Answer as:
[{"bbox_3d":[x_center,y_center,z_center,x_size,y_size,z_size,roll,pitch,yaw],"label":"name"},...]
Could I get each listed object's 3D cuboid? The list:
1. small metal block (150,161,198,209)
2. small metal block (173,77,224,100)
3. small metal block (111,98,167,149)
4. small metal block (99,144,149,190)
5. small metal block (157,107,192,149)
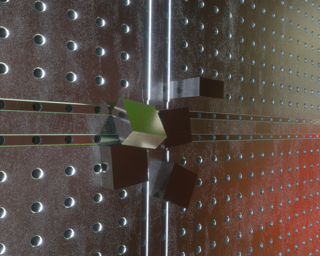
[{"bbox_3d":[0.021,0.079,0.429,0.050,0.025,0.050,31,71,-36],"label":"small metal block"},{"bbox_3d":[0.055,-0.054,0.441,0.050,0.050,0.025,1,89,-40],"label":"small metal block"},{"bbox_3d":[-0.025,-0.005,0.373,0.050,0.025,0.050,11,45,-40],"label":"small metal block"},{"bbox_3d":[-0.043,0.043,0.375,0.050,0.025,0.050,-7,95,-40],"label":"small metal block"},{"bbox_3d":[0.015,-0.001,0.424,0.050,0.025,0.050,-10,97,-40],"label":"small metal block"}]
